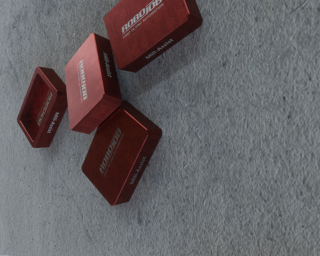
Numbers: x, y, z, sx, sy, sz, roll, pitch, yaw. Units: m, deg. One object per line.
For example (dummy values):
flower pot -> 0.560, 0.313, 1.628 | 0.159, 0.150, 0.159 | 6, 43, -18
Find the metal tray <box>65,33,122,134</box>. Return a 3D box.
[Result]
metal tray -> -0.105, -0.067, 0.467 | 0.090, 0.030, 0.130 | -38, 52, 33

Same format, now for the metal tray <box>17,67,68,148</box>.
metal tray -> -0.221, -0.037, 0.583 | 0.090, 0.030, 0.129 | 46, 117, 30

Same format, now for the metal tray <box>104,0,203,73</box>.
metal tray -> -0.015, -0.144, 0.414 | 0.130, 0.030, 0.090 | -28, 73, 36

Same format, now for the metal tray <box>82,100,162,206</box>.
metal tray -> -0.060, 0.035, 0.451 | 0.090, 0.030, 0.129 | 40, 114, 33
